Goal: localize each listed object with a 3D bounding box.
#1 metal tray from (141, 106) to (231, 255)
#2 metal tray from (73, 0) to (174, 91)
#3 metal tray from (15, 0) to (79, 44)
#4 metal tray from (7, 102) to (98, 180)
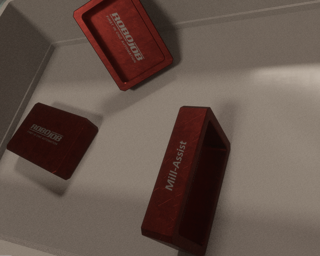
[{"bbox_3d":[0.033,0.054,0.312,0.030,0.090,0.130,5,64,30],"label":"metal tray"},{"bbox_3d":[-0.050,-0.131,0.449,0.090,0.130,0.030,-30,14,9],"label":"metal tray"},{"bbox_3d":[-0.252,-0.255,0.689,0.090,0.030,0.130,31,78,37],"label":"metal tray"},{"bbox_3d":[-0.168,0.016,0.479,0.130,0.030,0.090,17,70,34],"label":"metal tray"}]
